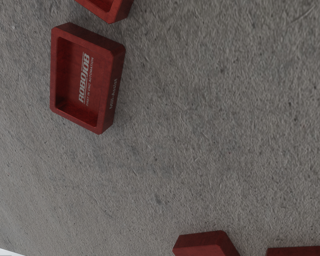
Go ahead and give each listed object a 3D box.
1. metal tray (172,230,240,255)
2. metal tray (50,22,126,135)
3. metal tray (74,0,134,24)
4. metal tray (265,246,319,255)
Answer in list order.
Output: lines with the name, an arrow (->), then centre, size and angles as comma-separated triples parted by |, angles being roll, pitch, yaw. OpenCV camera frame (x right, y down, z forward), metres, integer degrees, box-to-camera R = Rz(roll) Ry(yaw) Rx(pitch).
metal tray -> 0.090, 0.227, 0.496 | 0.090, 0.030, 0.130 | -22, 107, 36
metal tray -> -0.102, -0.063, 0.417 | 0.090, 0.030, 0.129 | 26, 128, 12
metal tray -> -0.081, -0.186, 0.331 | 0.130, 0.030, 0.089 | 35, 129, 4
metal tray -> 0.213, 0.223, 0.429 | 0.090, 0.030, 0.130 | -19, 108, 35
